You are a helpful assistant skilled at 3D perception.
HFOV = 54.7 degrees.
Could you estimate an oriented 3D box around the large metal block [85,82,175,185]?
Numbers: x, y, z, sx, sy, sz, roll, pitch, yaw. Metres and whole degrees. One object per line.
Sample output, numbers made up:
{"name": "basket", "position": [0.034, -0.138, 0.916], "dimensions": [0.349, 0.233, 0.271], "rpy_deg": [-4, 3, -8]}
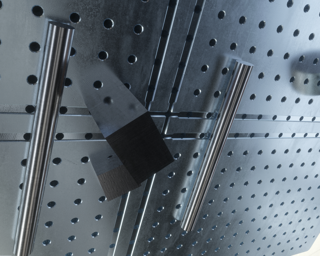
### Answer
{"name": "large metal block", "position": [-0.035, 0.005, 0.361], "dimensions": [0.050, 0.080, 0.080], "rpy_deg": [-33, 129, -7]}

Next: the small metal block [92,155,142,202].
{"name": "small metal block", "position": [-0.058, 0.065, 0.421], "dimensions": [0.050, 0.025, 0.050], "rpy_deg": [-23, 127, -15]}

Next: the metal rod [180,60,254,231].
{"name": "metal rod", "position": [0.082, 0.042, 0.484], "dimensions": [0.025, 0.025, 0.298], "rpy_deg": [0, 119, -29]}

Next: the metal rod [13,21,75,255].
{"name": "metal rod", "position": [-0.138, 0.031, 0.355], "dimensions": [0.025, 0.025, 0.298], "rpy_deg": [4, 116, -31]}
